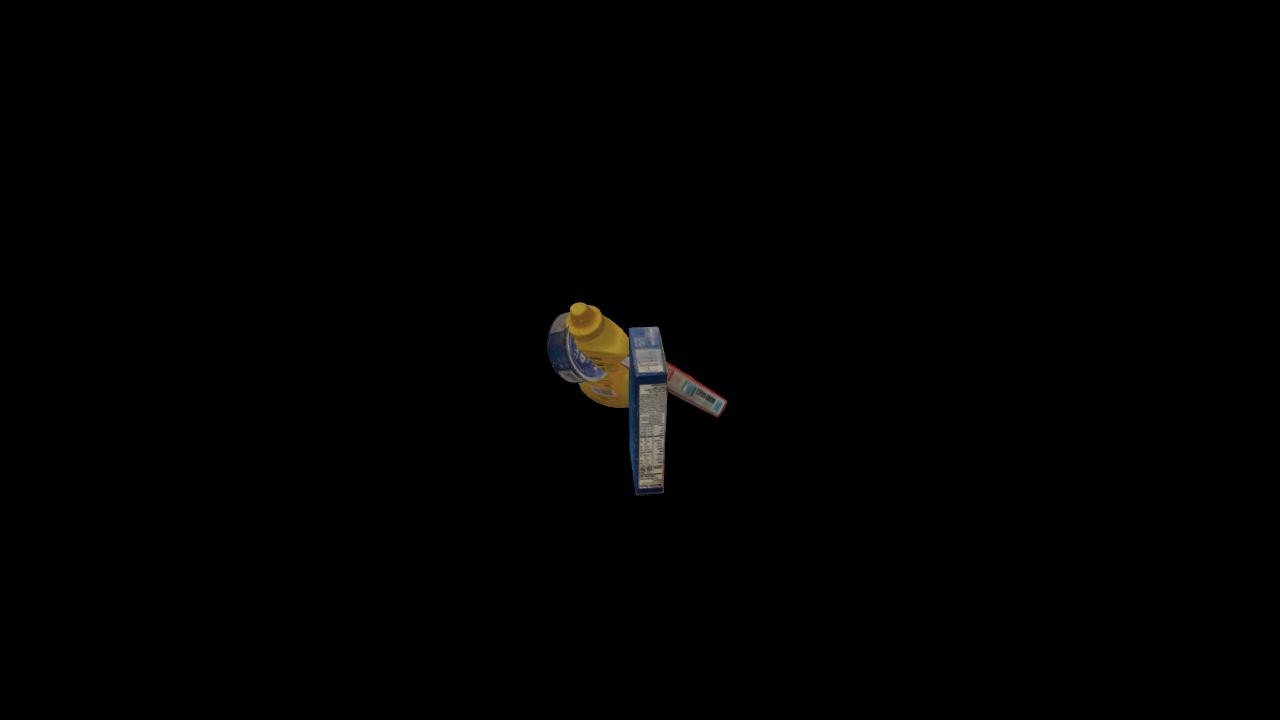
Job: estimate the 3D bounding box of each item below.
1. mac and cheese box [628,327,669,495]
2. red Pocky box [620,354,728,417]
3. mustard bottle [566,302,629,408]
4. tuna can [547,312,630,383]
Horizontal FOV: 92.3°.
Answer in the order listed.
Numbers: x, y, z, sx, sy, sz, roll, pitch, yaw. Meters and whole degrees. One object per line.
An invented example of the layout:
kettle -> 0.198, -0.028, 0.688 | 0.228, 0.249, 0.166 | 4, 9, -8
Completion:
mac and cheese box -> 0.008, 0.062, 0.727 | 0.041, 0.184, 0.093 | -4, 36, -6
red Pocky box -> 0.037, 0.024, 0.743 | 0.083, 0.028, 0.155 | 26, -3, 39
mustard bottle -> -0.048, -0.008, 0.725 | 0.092, 0.054, 0.184 | 16, -26, 22
tuna can -> -0.067, -0.015, 0.703 | 0.034, 0.084, 0.084 | -7, -4, 35
